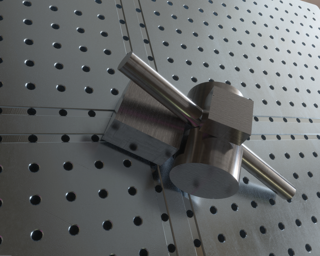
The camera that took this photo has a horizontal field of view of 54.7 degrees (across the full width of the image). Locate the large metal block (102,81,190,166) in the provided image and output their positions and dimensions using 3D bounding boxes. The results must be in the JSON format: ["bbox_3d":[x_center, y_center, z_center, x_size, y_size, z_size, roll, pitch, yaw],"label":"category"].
[{"bbox_3d":[-0.014,-0.012,0.384,0.080,0.050,0.080,26,53,-12],"label":"large metal block"}]

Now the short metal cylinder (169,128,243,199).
[{"bbox_3d":[0.056,0.044,0.372,0.080,0.080,0.050,27,53,-12],"label":"short metal cylinder"}]

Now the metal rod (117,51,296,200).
[{"bbox_3d":[0.074,0.010,0.387,0.301,0.025,0.025,36,50,-24],"label":"metal rod"}]

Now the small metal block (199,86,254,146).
[{"bbox_3d":[0.076,-0.014,0.352,0.050,0.025,0.050,21,54,-6],"label":"small metal block"}]

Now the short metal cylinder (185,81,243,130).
[{"bbox_3d":[0.072,-0.016,0.418,0.080,0.080,0.050,25,53,-13],"label":"short metal cylinder"}]
